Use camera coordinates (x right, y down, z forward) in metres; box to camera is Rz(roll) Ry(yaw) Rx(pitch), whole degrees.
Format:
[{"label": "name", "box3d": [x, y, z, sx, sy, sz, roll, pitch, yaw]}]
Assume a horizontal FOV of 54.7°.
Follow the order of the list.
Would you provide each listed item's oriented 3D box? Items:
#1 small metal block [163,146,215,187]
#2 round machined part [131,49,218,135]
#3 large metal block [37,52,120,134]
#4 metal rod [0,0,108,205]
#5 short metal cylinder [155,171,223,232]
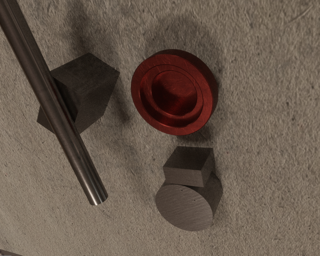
[{"label": "small metal block", "box3d": [0.038, 0.048, 0.399, 0.050, 0.050, 0.025, 2, 119, 27]}, {"label": "round machined part", "box3d": [0.019, -0.043, 0.358, 0.098, 0.042, 0.097, 13, 124, 20]}, {"label": "large metal block", "box3d": [-0.105, -0.040, 0.400, 0.050, 0.080, 0.079, 34, 129, 5]}, {"label": "metal rod", "box3d": [-0.125, -0.039, 0.342, 0.025, 0.025, 0.298, -6, 116, 30]}, {"label": "short metal cylinder", "box3d": [0.041, 0.094, 0.427, 0.080, 0.050, 0.079, 13, 124, 20]}]
